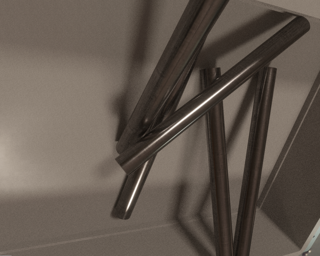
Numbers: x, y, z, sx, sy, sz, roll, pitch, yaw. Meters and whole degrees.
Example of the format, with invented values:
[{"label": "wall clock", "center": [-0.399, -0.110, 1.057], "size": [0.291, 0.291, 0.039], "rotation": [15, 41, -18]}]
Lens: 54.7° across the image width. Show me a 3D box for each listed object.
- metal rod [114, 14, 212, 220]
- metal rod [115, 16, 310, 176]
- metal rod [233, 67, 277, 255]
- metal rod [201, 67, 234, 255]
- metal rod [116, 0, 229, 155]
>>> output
[{"label": "metal rod", "center": [-0.002, -0.002, 0.407], "size": [0.025, 0.025, 0.298], "rotation": [9, 114, -33]}, {"label": "metal rod", "center": [0.073, -0.047, 0.379], "size": [0.301, 0.025, 0.025], "rotation": [-38, 130, -12]}, {"label": "metal rod", "center": [0.136, 0.061, 0.454], "size": [0.025, 0.025, 0.298], "rotation": [5, 94, -31]}, {"label": "metal rod", "center": [0.081, 0.069, 0.423], "size": [0.025, 0.025, 0.298], "rotation": [-10, 99, -24]}, {"label": "metal rod", "center": [0.006, -0.050, 0.288], "size": [0.025, 0.025, 0.298], "rotation": [-5, 151, -26]}]
